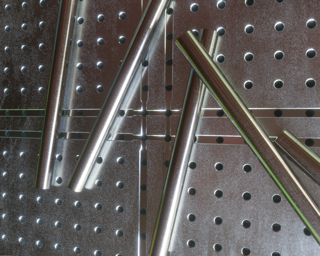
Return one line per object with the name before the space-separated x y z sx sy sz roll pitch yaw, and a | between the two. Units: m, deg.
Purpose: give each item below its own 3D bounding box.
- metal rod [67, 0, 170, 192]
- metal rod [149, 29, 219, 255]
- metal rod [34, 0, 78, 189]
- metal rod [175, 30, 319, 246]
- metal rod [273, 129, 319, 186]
metal rod | -0.060 -0.046 0.432 0.025 0.025 0.298 28 99 17
metal rod | 0.030 0.024 0.401 0.025 0.025 0.298 14 95 19
metal rod | -0.155 -0.057 0.465 0.025 0.025 0.298 10 93 19
metal rod | 0.113 0.014 0.357 0.025 0.025 0.299 -36 85 16
metal rod | 0.244 0.110 0.326 0.300 0.025 0.025 44 103 14
